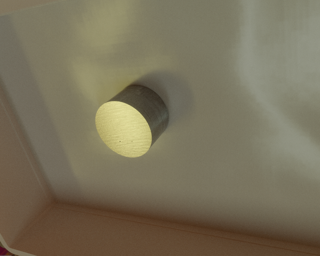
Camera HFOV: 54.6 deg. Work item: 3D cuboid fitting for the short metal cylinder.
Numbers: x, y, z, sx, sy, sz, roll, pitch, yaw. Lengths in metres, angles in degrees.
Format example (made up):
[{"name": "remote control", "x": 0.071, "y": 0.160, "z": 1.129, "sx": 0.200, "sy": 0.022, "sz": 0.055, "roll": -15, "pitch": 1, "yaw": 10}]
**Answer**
[{"name": "short metal cylinder", "x": -0.036, "y": -0.009, "z": 0.404, "sx": 0.080, "sy": 0.050, "sz": 0.080, "roll": 13, "pitch": 124, "yaw": 21}]
